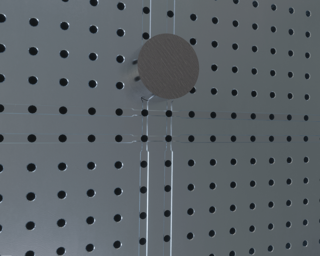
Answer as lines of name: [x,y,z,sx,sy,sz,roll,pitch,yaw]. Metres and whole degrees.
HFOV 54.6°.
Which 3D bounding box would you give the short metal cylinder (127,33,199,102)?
short metal cylinder: [0.003,-0.075,0.400,0.081,0.050,0.080,0,90,-20]
